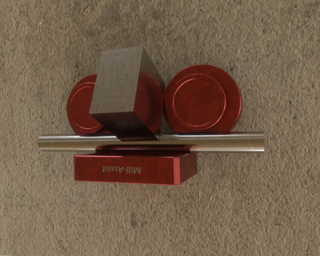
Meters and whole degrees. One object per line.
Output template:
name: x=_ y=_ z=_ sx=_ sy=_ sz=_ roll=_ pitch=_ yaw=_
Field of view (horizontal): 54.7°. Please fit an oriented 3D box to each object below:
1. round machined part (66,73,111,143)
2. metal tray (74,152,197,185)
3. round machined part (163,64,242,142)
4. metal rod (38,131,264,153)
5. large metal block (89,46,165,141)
round machined part: x=-0.088 y=-0.027 z=0.429 sx=0.098 sy=0.042 sz=0.097 roll=0 pitch=90 yaw=19
metal tray: x=-0.027 y=0.046 z=0.384 sx=0.130 sy=0.090 sz=0.030 roll=-1 pitch=90 yaw=19
round machined part: x=0.050 y=-0.030 z=0.382 sx=0.098 sy=0.042 sz=0.097 roll=0 pitch=90 yaw=19
metal rod: x=-0.025 y=0.019 z=0.396 sx=0.301 sy=0.025 sz=0.025 roll=-1 pitch=90 yaw=19
large metal block: x=-0.033 y=-0.036 z=0.363 sx=0.050 sy=0.080 sz=0.080 roll=-2 pitch=66 yaw=19
